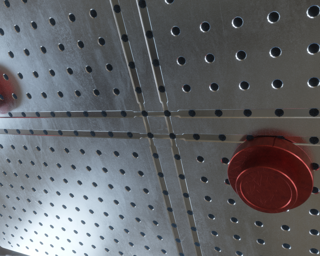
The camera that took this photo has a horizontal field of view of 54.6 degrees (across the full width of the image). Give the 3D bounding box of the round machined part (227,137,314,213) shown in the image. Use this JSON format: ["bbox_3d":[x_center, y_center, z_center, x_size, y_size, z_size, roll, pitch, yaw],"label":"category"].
[{"bbox_3d":[0.129,0.062,0.371,0.098,0.042,0.097,13,124,21],"label":"round machined part"}]
